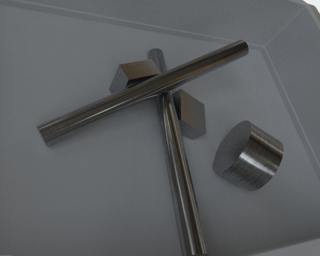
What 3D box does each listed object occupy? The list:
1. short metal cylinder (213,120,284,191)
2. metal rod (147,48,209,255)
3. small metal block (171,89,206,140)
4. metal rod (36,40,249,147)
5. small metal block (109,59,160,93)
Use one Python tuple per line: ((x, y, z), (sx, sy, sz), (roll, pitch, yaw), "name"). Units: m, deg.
((0.115, 0.037, 0.412), (0.050, 0.080, 0.080), (32, 52, -9), "short metal cylinder")
((0.013, 0.005, 0.380), (0.025, 0.025, 0.300), (10, 48, -23), "metal rod")
((0.037, -0.018, 0.429), (0.050, 0.025, 0.050), (28, 49, -35), "small metal block")
((-0.004, -0.054, 0.392), (0.302, 0.025, 0.025), (-27, 77, -23), "metal rod")
((-0.034, -0.061, 0.409), (0.050, 0.050, 0.025), (-18, 67, -35), "small metal block")
